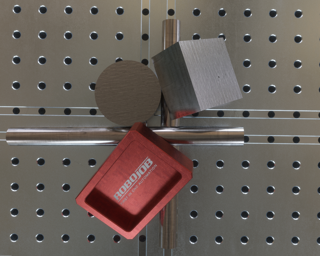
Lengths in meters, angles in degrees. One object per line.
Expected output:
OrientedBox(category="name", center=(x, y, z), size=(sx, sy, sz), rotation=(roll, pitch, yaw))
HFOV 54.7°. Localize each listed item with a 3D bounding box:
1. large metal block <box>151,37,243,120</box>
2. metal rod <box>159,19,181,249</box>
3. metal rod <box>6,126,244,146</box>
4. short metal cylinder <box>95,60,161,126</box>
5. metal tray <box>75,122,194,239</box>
OrientedBox(category="large metal block", center=(0.047, -0.061, 0.381), size=(0.081, 0.050, 0.080), rotation=(-18, 90, -40))
OrientedBox(category="metal rod", center=(0.013, 0.008, 0.413), size=(0.025, 0.025, 0.298), rotation=(1, 90, 0))
OrientedBox(category="metal rod", center=(-0.049, 0.011, 0.396), size=(0.302, 0.025, 0.025), rotation=(0, 90, 7))
OrientedBox(category="short metal cylinder", center=(-0.039, -0.043, 0.400), size=(0.081, 0.050, 0.079), rotation=(0, 90, 0))
OrientedBox(category="metal tray", center=(-0.032, 0.068, 0.385), size=(0.090, 0.030, 0.129), rotation=(38, 111, -6))
